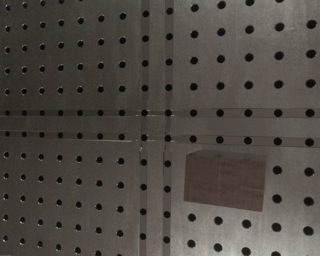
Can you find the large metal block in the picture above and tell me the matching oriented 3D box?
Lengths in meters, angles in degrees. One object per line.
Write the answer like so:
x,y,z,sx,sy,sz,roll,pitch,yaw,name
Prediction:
0.078,0.056,0.356,0.080,0.080,0.050,4,91,19,large metal block
